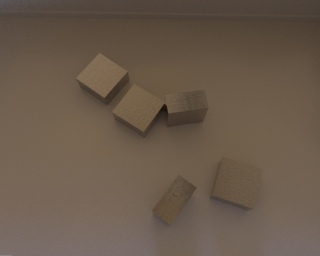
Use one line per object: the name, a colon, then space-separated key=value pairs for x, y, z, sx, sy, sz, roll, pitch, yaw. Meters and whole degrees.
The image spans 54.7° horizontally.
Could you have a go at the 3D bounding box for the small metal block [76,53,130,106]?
small metal block: x=-0.079 y=-0.068 z=0.434 sx=0.050 sy=0.025 sz=0.050 roll=34 pitch=73 yaw=11

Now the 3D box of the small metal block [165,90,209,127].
small metal block: x=0.033 y=-0.025 z=0.406 sx=0.050 sy=0.050 sz=0.025 roll=-9 pitch=71 yaw=-4

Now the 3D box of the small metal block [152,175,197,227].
small metal block: x=0.016 y=0.087 z=0.365 sx=0.025 sy=0.050 sz=0.050 roll=36 pitch=74 yaw=11

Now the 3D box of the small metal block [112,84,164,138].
small metal block: x=-0.028 y=-0.023 z=0.418 sx=0.050 sy=0.025 sz=0.050 roll=32 pitch=73 yaw=10

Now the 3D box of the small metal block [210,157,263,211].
small metal block: x=0.094 y=0.070 z=0.385 sx=0.050 sy=0.025 sz=0.050 roll=18 pitch=71 yaw=6
